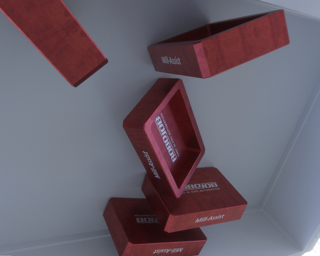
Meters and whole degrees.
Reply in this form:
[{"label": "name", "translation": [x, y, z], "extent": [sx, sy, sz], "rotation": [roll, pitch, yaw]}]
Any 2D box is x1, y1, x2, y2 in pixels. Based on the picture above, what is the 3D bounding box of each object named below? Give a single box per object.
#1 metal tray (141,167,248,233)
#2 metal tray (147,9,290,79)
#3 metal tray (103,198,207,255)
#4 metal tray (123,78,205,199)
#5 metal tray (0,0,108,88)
[{"label": "metal tray", "translation": [0.050, 0.099, 0.454], "extent": [0.131, 0.090, 0.030], "rotation": [0, 121, -29]}, {"label": "metal tray", "translation": [0.050, -0.084, 0.314], "extent": [0.091, 0.130, 0.030], "rotation": [-24, 110, -14]}, {"label": "metal tray", "translation": [-0.007, 0.144, 0.451], "extent": [0.131, 0.090, 0.030], "rotation": [11, 113, -33]}, {"label": "metal tray", "translation": [0.012, 0.014, 0.389], "extent": [0.090, 0.030, 0.130], "rotation": [-54, 137, -34]}, {"label": "metal tray", "translation": [-0.094, -0.093, 0.232], "extent": [0.030, 0.130, 0.090], "rotation": [-39, 129, -2]}]
